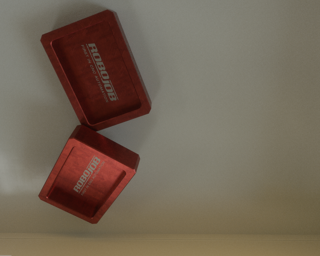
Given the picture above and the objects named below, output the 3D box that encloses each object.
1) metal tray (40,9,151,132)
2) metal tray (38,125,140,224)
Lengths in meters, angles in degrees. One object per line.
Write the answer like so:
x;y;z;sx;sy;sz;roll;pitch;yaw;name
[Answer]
-0.074;-0.067;0.382;0.090;0.030;0.129;-19;109;6;metal tray
-0.096;0.067;0.414;0.090;0.030;0.129;30;123;-11;metal tray
